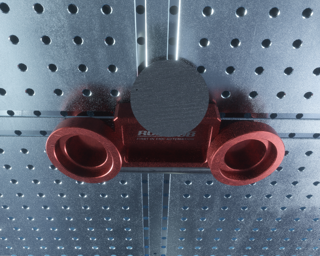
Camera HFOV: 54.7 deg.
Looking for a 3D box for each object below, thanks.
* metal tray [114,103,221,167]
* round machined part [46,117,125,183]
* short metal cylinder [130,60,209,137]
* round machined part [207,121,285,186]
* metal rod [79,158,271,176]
[{"bbox_3d":[0.008,0.012,0.413,0.131,0.030,0.089,0,131,-1],"label":"metal tray"},{"bbox_3d":[-0.094,0.025,0.409,0.099,0.042,0.097,5,128,6],"label":"round machined part"},{"bbox_3d":[0.010,-0.035,0.341,0.081,0.050,0.079,0,104,0],"label":"short metal cylinder"},{"bbox_3d":[0.110,0.029,0.415,0.099,0.042,0.097,-5,129,-6],"label":"round machined part"},{"bbox_3d":[0.010,0.055,0.453,0.302,0.025,0.025,1,130,-2],"label":"metal rod"}]
